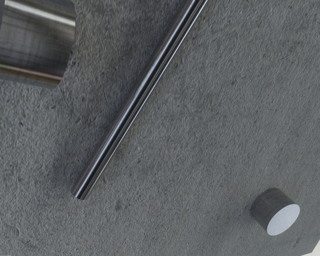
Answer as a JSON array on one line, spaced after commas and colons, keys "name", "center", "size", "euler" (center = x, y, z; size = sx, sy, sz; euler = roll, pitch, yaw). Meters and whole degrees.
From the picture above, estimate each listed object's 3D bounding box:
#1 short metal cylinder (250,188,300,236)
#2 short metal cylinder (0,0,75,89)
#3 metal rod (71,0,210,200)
[{"name": "short metal cylinder", "center": [0.229, 0.167, 0.620], "size": [0.081, 0.050, 0.079], "euler": [-14, 124, -21]}, {"name": "short metal cylinder", "center": [-0.110, -0.077, 0.263], "size": [0.050, 0.080, 0.079], "euler": [9, 114, -33]}, {"name": "metal rod", "center": [-0.026, -0.037, 0.369], "size": [0.025, 0.025, 0.299], "euler": [23, 106, -37]}]
